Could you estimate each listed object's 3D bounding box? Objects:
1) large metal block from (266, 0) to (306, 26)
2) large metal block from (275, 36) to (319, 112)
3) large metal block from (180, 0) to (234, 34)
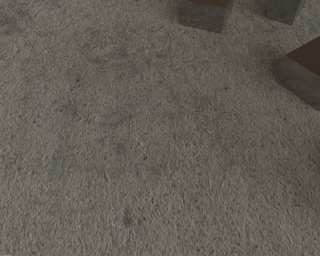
[{"bbox_3d":[0.248,-0.254,0.582,0.050,0.080,0.080,26,55,20],"label":"large metal block"},{"bbox_3d":[0.235,-0.082,0.457,0.081,0.050,0.080,-29,56,-23],"label":"large metal block"},{"bbox_3d":[0.090,-0.227,0.579,0.080,0.050,0.080,17,52,14],"label":"large metal block"}]
